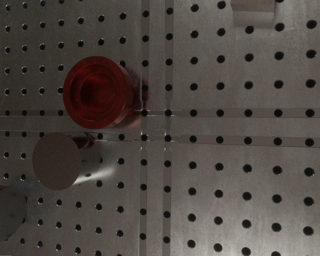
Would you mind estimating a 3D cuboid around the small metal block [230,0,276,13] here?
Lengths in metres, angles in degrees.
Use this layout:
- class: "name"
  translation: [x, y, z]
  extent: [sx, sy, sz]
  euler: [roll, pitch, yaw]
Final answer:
- class: "small metal block"
  translation: [0.115, -0.169, 0.372]
  extent: [0.050, 0.025, 0.050]
  euler: [10, 93, 19]

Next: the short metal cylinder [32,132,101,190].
- class: "short metal cylinder"
  translation: [-0.133, 0.045, 0.445]
  extent: [0.080, 0.050, 0.079]
  euler: [0, 90, 19]

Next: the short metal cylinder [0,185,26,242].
- class: "short metal cylinder"
  translation: [-0.254, 0.127, 0.471]
  extent: [0.050, 0.080, 0.079]
  euler: [5, 92, 20]

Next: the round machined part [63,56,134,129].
- class: "round machined part"
  translation: [-0.081, -0.047, 0.431]
  extent: [0.098, 0.042, 0.097]
  euler: [0, 90, 19]
